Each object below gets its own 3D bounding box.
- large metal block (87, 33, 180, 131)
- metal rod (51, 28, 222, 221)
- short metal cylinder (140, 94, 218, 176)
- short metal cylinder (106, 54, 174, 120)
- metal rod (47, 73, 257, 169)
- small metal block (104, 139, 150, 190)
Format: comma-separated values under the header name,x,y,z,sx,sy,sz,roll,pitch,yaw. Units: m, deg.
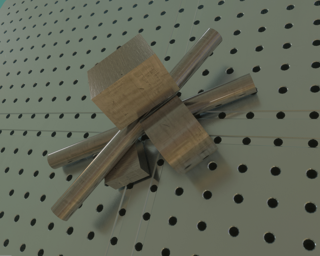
name,x,y,z,sx,sy,sz,roll,pitch,yaw
large metal block,-0.034,-0.056,0.359,0.080,0.050,0.080,-35,34,6
metal rod,-0.024,-0.010,0.391,0.025,0.025,0.300,35,80,38
short metal cylinder,0.021,0.007,0.353,0.050,0.080,0.080,-38,51,4
short metal cylinder,-0.028,-0.057,0.437,0.080,0.050,0.080,-13,56,21
metal rod,-0.022,-0.003,0.417,0.301,0.025,0.025,-21,54,15
small metal block,-0.046,0.044,0.400,0.050,0.025,0.050,-25,53,13
